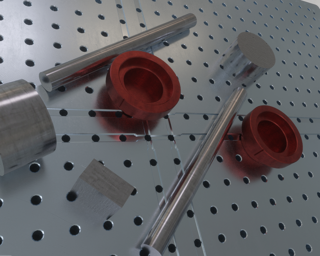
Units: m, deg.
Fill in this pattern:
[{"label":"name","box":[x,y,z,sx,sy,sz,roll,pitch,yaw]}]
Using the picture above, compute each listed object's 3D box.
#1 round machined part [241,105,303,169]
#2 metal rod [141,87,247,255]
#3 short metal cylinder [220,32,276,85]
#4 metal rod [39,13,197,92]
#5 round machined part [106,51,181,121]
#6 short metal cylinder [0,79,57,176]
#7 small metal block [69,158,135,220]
[{"label":"round machined part","box":[0.165,0.017,0.475,0.099,0.042,0.098,14,56,-21]},{"label":"metal rod","box":[0.062,0.036,0.418,0.025,0.025,0.301,39,51,-2]},{"label":"short metal cylinder","box":[0.156,-0.123,0.551,0.081,0.050,0.080,14,56,-21]},{"label":"metal rod","box":[-0.040,-0.124,0.461,0.025,0.025,0.302,49,51,6]},{"label":"round machined part","box":[-0.025,-0.052,0.415,0.099,0.042,0.098,14,56,-21]},{"label":"short metal cylinder","box":[-0.144,-0.001,0.296,0.050,0.080,0.080,-28,78,-37]},{"label":"small metal block","box":[-0.061,0.065,0.320,0.050,0.050,0.025,37,51,-4]}]
